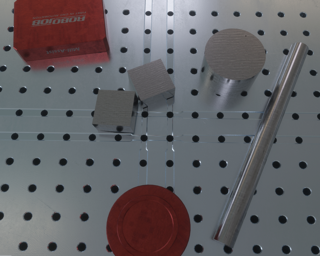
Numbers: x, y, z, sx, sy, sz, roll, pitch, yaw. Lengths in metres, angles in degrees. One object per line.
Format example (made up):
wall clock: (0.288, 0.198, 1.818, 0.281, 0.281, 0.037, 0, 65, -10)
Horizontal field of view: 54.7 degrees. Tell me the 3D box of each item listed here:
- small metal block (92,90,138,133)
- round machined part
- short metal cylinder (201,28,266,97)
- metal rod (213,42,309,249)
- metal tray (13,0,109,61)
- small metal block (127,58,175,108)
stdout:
small metal block: (-0.059, -0.023, 0.417, 0.050, 0.025, 0.050, 4, 70, 8)
round machined part: (-0.014, 0.115, 0.360, 0.099, 0.042, 0.098, 0, 70, 0)
short metal cylinder: (0.099, -0.090, 0.432, 0.081, 0.050, 0.080, 0, 70, 0)
metal rod: (0.139, 0.009, 0.409, 0.025, 0.025, 0.300, 25, 72, 8)
metal tray: (-0.147, -0.154, 0.464, 0.131, 0.030, 0.090, -8, 70, -3)
small metal block: (-0.012, -0.063, 0.434, 0.050, 0.025, 0.050, -22, 72, -8)
